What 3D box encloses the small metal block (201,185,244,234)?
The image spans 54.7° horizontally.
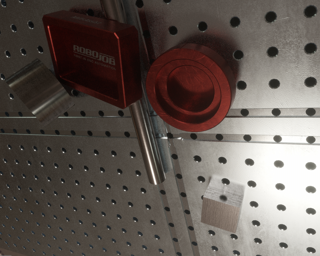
[{"bbox_3d":[0.087,0.114,0.435,0.050,0.025,0.050,13,124,20],"label":"small metal block"}]

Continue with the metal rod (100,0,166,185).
[{"bbox_3d":[-0.034,-0.055,0.393,0.025,0.025,0.298,1,119,27],"label":"metal rod"}]

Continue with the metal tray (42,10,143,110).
[{"bbox_3d":[-0.082,-0.085,0.373,0.130,0.030,0.089,23,132,31],"label":"metal tray"}]

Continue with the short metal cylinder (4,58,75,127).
[{"bbox_3d":[-0.163,-0.048,0.425,0.080,0.050,0.080,45,165,17],"label":"short metal cylinder"}]

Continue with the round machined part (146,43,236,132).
[{"bbox_3d":[0.037,-0.048,0.350,0.098,0.042,0.097,13,124,20],"label":"round machined part"}]
